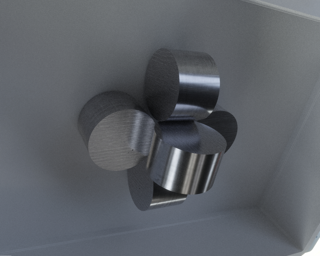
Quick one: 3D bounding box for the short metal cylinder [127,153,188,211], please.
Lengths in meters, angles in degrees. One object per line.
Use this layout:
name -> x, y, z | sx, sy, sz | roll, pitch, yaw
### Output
short metal cylinder -> -0.004, 0.065, 0.408 | 0.050, 0.080, 0.079 | -2, 120, -28

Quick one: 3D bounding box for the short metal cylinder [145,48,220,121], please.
short metal cylinder -> 0.023, -0.048, 0.353 | 0.050, 0.080, 0.079 | -2, 120, -28

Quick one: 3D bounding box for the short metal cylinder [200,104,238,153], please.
short metal cylinder -> 0.057, 0.001, 0.421 | 0.081, 0.050, 0.079 | -14, 124, -21

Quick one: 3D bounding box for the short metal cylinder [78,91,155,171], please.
short metal cylinder -> -0.050, 0.003, 0.364 | 0.081, 0.050, 0.079 | -14, 124, -21

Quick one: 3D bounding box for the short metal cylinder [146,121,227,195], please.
short metal cylinder -> 0.028, 0.029, 0.347 | 0.081, 0.080, 0.050 | -1, 119, -28
